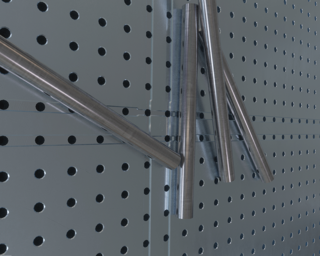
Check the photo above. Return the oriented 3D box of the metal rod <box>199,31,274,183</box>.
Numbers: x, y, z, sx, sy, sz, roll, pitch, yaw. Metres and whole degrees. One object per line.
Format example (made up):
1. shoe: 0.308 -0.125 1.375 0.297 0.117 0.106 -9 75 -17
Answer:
1. metal rod: 0.132 -0.028 0.518 0.025 0.025 0.299 -43 116 -31

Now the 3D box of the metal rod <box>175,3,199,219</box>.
1. metal rod: 0.039 -0.024 0.440 0.025 0.025 0.298 3 88 -40

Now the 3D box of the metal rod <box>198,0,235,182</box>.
1. metal rod: 0.084 -0.060 0.460 0.025 0.025 0.298 -22 109 -38

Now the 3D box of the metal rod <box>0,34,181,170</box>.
1. metal rod: -0.083 -0.026 0.338 0.301 0.025 0.025 35 68 -34
